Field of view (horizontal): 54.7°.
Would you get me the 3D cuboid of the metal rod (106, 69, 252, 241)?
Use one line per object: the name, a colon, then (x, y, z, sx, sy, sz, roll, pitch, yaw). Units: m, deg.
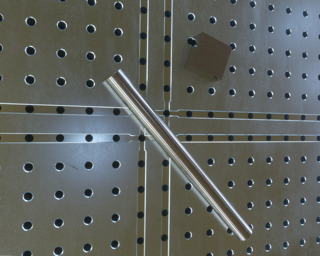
metal rod: (0.033, 0.045, 0.426, 0.025, 0.025, 0.300, -43, 104, -15)

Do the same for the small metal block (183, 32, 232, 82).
small metal block: (0.068, -0.099, 0.439, 0.050, 0.025, 0.050, 21, 83, -19)
